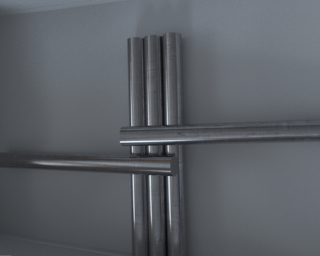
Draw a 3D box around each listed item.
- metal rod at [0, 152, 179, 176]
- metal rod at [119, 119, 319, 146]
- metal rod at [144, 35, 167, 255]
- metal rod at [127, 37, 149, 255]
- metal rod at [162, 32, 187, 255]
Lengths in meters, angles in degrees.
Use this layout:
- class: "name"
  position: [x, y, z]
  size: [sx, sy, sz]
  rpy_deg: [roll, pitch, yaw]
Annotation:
- class: "metal rod"
  position: [-0.119, 0.048, 0.432]
  size: [0.301, 0.025, 0.025]
  rpy_deg: [-1, 90, 25]
- class: "metal rod"
  position: [0.100, 0.005, 0.355]
  size: [0.301, 0.025, 0.025]
  rpy_deg: [-2, 89, 13]
- class: "metal rod"
  position: [-0.005, 0.029, 0.410]
  size: [0.025, 0.025, 0.298]
  rpy_deg: [-2, 89, 19]
- class: "metal rod"
  position: [-0.028, 0.030, 0.418]
  size: [0.025, 0.025, 0.298]
  rpy_deg: [-2, 89, 19]
- class: "metal rod"
  position: [0.019, 0.028, 0.402]
  size: [0.025, 0.025, 0.298]
  rpy_deg: [-2, 89, 19]
